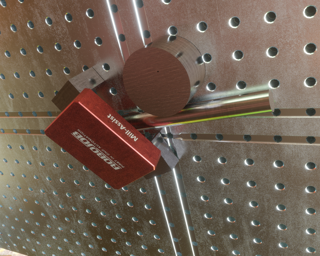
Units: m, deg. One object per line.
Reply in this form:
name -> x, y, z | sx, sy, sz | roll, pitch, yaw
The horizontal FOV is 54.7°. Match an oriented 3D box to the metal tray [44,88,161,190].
metal tray -> -0.075, 0.020, 0.408 | 0.130, 0.030, 0.090 | 42, 130, -16

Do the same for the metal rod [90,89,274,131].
metal rod -> -0.008, -0.011, 0.407 | 0.300, 0.025, 0.025 | -8, 115, 31

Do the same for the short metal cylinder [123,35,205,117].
short metal cylinder -> 0.005, -0.060, 0.353 | 0.080, 0.050, 0.079 | 13, 124, 20

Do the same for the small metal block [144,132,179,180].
small metal block -> -0.010, 0.040, 0.439 | 0.050, 0.025, 0.050 | -26, 105, 36

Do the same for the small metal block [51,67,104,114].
small metal block -> -0.111, -0.051, 0.420 | 0.025, 0.050, 0.050 | 49, 128, -7
